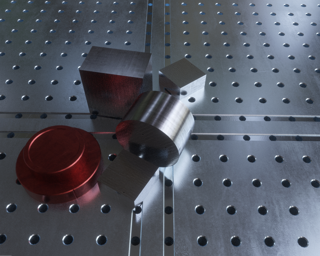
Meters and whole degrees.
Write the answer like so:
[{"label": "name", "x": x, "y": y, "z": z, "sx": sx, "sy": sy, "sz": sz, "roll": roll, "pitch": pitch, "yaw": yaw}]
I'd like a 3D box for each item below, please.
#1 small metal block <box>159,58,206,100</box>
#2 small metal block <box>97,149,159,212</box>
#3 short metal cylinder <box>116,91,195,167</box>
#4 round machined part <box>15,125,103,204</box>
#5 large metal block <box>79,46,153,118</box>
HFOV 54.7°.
[{"label": "small metal block", "x": 0.034, "y": -0.075, "z": 0.471, "sx": 0.050, "sy": 0.025, "sz": 0.050, "roll": -30, "pitch": 57, "yaw": -23}, {"label": "small metal block", "x": -0.036, "y": 0.059, "z": 0.358, "sx": 0.050, "sy": 0.025, "sz": 0.050, "roll": 25, "pitch": 54, "yaw": 19}, {"label": "short metal cylinder", "x": -0.005, "y": 0.002, "z": 0.370, "sx": 0.080, "sy": 0.080, "sz": 0.050, "roll": 19, "pitch": 53, "yaw": 15}, {"label": "round machined part", "x": -0.119, "y": 0.035, "z": 0.365, "sx": 0.099, "sy": 0.042, "sz": 0.098, "roll": 0, "pitch": 50, "yaw": 0}, {"label": "large metal block", "x": -0.055, "y": -0.059, "z": 0.421, "sx": 0.080, "sy": 0.080, "sz": 0.050, "roll": 9, "pitch": 51, "yaw": 7}]
